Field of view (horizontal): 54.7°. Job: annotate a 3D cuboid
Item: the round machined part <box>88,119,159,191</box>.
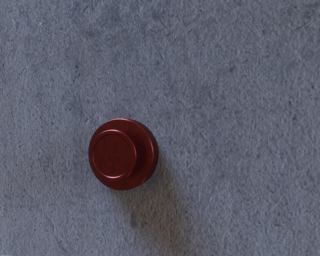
[{"bbox_3d":[-0.055,0.036,0.418,0.098,0.042,0.097,0,90,19],"label":"round machined part"}]
